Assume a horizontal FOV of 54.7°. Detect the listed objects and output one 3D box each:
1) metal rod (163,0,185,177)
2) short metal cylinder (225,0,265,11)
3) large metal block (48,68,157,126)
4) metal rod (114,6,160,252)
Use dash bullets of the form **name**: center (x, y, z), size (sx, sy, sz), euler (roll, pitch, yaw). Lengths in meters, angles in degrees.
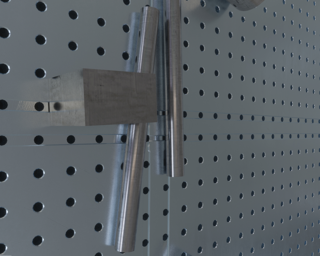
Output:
- **metal rod**: center (0.018, -0.084, 0.423), size (0.025, 0.025, 0.298), euler (-2, 92, -40)
- **short metal cylinder**: center (0.131, -0.232, 0.483), size (0.050, 0.080, 0.080), euler (17, 79, -39)
- **large metal block**: center (-0.060, -0.029, 0.323), size (0.081, 0.080, 0.050), euler (-4, 93, -40)
- **metal rod**: center (-0.028, -0.002, 0.385), size (0.025, 0.025, 0.298), euler (10, 84, -40)
